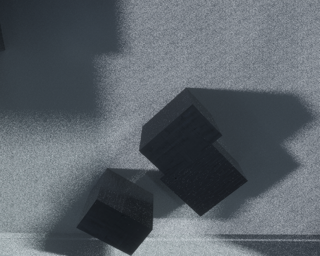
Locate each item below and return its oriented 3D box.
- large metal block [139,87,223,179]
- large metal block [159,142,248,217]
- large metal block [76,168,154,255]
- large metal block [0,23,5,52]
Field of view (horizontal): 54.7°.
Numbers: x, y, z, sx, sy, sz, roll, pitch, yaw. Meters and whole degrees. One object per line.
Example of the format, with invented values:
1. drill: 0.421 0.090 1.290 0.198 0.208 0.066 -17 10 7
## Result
1. large metal block: 0.023 0.003 0.384 0.080 0.080 0.050 -41 105 13
2. large metal block: 0.056 0.058 0.420 0.080 0.050 0.080 -42 105 13
3. large metal block: -0.057 0.111 0.422 0.080 0.080 0.050 32 107 -12
4. large metal block: -0.219 -0.120 0.335 0.050 0.080 0.079 -1 110 0
